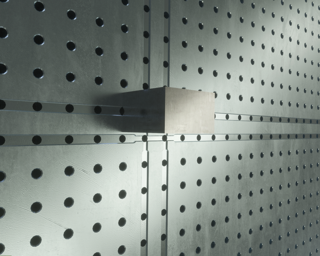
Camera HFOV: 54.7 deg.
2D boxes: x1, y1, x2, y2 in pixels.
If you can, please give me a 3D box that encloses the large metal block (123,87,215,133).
[{"bbox_3d":[0.010,-0.019,0.384,0.081,0.080,0.050,1,90,-40],"label":"large metal block"}]
